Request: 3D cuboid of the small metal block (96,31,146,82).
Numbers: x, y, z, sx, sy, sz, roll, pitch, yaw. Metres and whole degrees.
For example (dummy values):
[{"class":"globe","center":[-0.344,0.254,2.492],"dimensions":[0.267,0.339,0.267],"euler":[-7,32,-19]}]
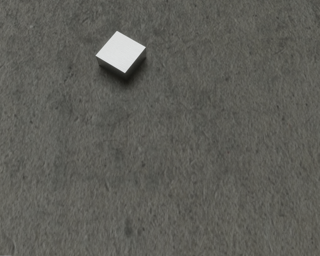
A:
[{"class":"small metal block","center":[-0.055,-0.103,0.445],"dimensions":[0.050,0.025,0.050],"euler":[32,73,10]}]
